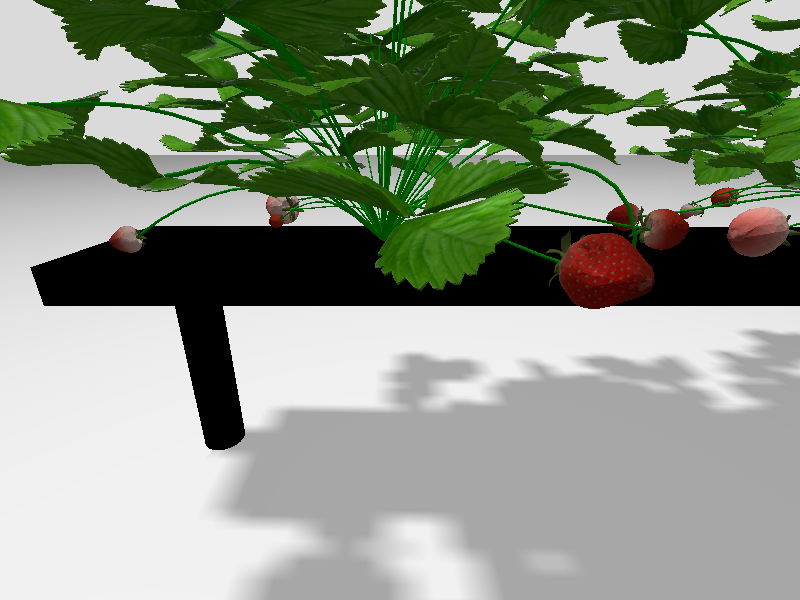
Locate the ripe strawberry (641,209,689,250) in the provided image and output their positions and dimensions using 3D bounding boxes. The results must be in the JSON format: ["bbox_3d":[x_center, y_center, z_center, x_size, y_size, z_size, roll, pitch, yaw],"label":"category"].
[{"bbox_3d":[0.219,-0.058,0.329,0.033,0.033,0.031,3,22,5],"label":"ripe strawberry"}]

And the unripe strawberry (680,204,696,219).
[{"bbox_3d":[0.326,-0.100,0.455,0.017,0.017,0.015,-20,47,-41],"label":"unripe strawberry"}]

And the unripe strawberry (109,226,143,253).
[{"bbox_3d":[-0.216,-0.047,0.314,0.022,0.021,0.020,-13,23,-7],"label":"unripe strawberry"}]

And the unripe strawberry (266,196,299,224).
[{"bbox_3d":[-0.128,-0.100,0.430,0.038,0.037,0.035,15,26,35],"label":"unripe strawberry"}]

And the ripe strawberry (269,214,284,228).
[{"bbox_3d":[-0.125,-0.080,0.404,0.016,0.013,0.016,-5,17,30],"label":"ripe strawberry"}]

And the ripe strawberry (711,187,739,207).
[{"bbox_3d":[0.425,-0.135,0.527,0.029,0.025,0.029,-1,14,-3],"label":"ripe strawberry"}]

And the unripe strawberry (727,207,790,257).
[{"bbox_3d":[0.267,-0.051,0.304,0.039,0.038,0.036,-7,22,-15],"label":"unripe strawberry"}]

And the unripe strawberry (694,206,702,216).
[{"bbox_3d":[0.348,-0.104,0.470,0.013,0.011,0.013,-14,15,-32],"label":"unripe strawberry"}]

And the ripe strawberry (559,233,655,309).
[{"bbox_3d":[0.103,-0.013,0.200,0.044,0.039,0.040,-15,27,-34],"label":"ripe strawberry"}]

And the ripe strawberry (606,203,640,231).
[{"bbox_3d":[0.220,-0.083,0.397,0.028,0.027,0.026,4,22,12],"label":"ripe strawberry"}]
